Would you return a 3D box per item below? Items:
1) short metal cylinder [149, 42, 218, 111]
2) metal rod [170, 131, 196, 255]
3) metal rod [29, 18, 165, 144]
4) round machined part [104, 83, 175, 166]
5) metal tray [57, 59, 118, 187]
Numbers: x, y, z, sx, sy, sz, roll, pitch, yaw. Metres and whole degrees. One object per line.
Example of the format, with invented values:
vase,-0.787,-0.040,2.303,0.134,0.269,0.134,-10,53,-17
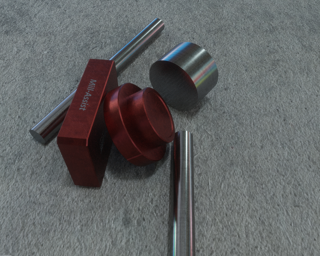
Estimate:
short metal cylinder,0.032,-0.070,0.427,0.080,0.080,0.050,31,57,23
metal rod,0.022,0.126,0.297,0.025,0.025,0.300,2,50,2
metal rod,-0.079,-0.088,0.476,0.025,0.025,0.301,24,54,19
round machined part,-0.017,-0.008,0.359,0.042,0.098,0.098,-23,46,23
metal tray,-0.077,-0.008,0.366,0.030,0.090,0.130,5,50,4
